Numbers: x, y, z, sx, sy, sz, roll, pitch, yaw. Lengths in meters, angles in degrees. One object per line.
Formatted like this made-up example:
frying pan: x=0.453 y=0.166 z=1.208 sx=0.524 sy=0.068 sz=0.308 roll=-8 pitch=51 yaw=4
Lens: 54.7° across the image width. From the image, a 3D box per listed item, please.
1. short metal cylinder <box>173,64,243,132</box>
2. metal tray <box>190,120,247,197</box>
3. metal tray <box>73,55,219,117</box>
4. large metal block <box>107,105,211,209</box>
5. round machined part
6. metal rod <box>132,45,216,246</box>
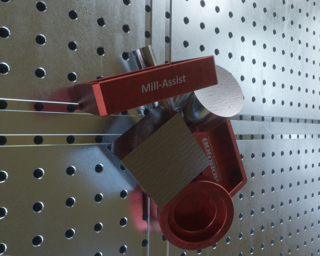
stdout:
short metal cylinder: x=0.066 y=-0.041 z=0.424 sx=0.081 sy=0.050 sz=0.080 roll=12 pitch=62 yaw=-23
metal tray: x=0.082 y=0.048 z=0.470 sx=0.091 sy=0.030 sz=0.129 roll=-32 pitch=110 yaw=-36
metal tray: x=-0.016 y=-0.047 z=0.330 sx=0.131 sy=0.090 sz=0.030 roll=-18 pitch=104 yaw=-24
large metal block: x=-0.001 y=0.032 z=0.364 sx=0.080 sy=0.050 sz=0.080 roll=-40 pitch=117 yaw=-13
round machined part: x=0.044 y=0.108 z=0.413 sx=0.099 sy=0.042 sz=0.097 roll=-3 pitch=104 yaw=-10
metal rod: x=0.026 y=0.035 z=0.426 sx=0.025 sy=0.025 sz=0.298 roll=-32 pitch=110 yaw=-36
